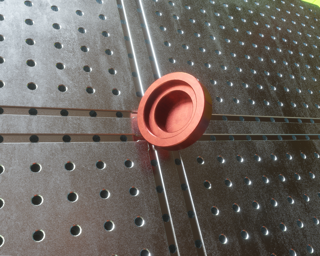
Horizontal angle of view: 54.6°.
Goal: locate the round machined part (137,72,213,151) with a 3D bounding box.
[{"bbox_3d":[0.022,-0.018,0.396,0.042,0.098,0.098,28,44,-52],"label":"round machined part"}]
